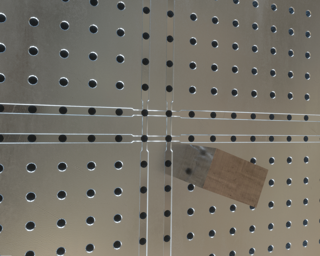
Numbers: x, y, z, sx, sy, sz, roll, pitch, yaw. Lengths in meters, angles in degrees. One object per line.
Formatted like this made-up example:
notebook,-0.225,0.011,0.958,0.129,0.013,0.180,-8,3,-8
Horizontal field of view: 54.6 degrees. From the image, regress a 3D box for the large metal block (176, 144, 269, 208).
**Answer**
large metal block,0.079,0.061,0.412,0.080,0.080,0.050,23,83,-19
